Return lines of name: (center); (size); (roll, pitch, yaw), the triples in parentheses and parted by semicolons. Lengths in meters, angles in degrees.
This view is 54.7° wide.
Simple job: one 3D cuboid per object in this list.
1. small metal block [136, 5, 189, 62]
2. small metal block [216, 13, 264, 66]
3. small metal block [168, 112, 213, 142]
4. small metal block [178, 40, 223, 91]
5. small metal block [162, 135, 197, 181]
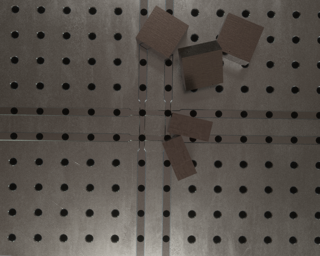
small metal block: (0.003, -0.125, 0.413); (0.050, 0.025, 0.050); (32, 90, -1)
small metal block: (0.103, -0.118, 0.415); (0.050, 0.025, 0.050); (23, 90, -1)
small metal block: (0.037, -0.001, 0.401); (0.050, 0.050, 0.025); (13, 90, -1)
small metal block: (0.053, -0.080, 0.401); (0.050, 0.025, 0.050); (-13, 132, 0)
small metal block: (0.024, 0.037, 0.401); (0.025, 0.050, 0.050); (-23, 90, 0)
